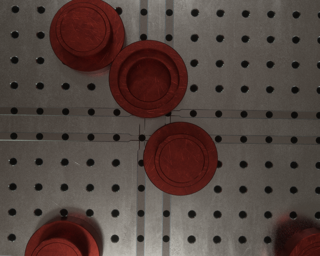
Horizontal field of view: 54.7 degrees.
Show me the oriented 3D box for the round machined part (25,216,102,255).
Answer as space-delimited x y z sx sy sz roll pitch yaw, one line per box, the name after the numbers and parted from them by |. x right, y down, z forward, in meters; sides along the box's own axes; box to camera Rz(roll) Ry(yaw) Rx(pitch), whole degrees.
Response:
-0.128 0.170 0.403 0.099 0.042 0.097 0 90 -1 | round machined part

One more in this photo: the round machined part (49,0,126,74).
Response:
-0.095 -0.122 0.404 0.099 0.042 0.097 0 90 -1 | round machined part

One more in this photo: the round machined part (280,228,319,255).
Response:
0.205 0.180 0.408 0.099 0.042 0.097 0 90 -1 | round machined part

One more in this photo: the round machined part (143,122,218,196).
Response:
0.027 0.040 0.405 0.099 0.042 0.097 0 90 -1 | round machined part

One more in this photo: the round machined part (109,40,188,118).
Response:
-0.015 -0.061 0.405 0.099 0.042 0.097 0 90 -1 | round machined part
